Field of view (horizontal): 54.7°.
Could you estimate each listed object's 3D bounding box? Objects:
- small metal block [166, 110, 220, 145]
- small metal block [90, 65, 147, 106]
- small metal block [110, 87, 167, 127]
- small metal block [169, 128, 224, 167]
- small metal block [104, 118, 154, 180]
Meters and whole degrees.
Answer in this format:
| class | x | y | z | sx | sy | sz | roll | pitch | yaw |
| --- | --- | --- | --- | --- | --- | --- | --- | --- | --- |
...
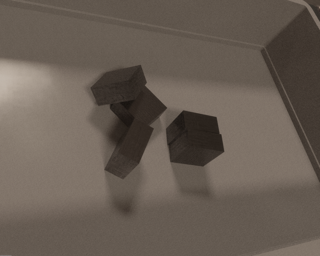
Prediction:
| class | x | y | z | sx | sy | sz | roll | pitch | yaw |
| --- | --- | --- | --- | --- | --- | --- | --- | --- | --- |
| small metal block | 0.042 | 0.004 | 0.412 | 0.050 | 0.050 | 0.025 | 10 | 58 | -24 |
| small metal block | -0.050 | -0.054 | 0.386 | 0.050 | 0.050 | 0.025 | -66 | 143 | -55 |
| small metal block | -0.028 | -0.026 | 0.408 | 0.050 | 0.025 | 0.050 | 45 | 51 | 3 |
| small metal block | 0.046 | 0.026 | 0.400 | 0.050 | 0.050 | 0.025 | 10 | 58 | -23 |
| small metal block | -0.036 | 0.024 | 0.357 | 0.025 | 0.050 | 0.050 | 30 | 52 | -10 |
